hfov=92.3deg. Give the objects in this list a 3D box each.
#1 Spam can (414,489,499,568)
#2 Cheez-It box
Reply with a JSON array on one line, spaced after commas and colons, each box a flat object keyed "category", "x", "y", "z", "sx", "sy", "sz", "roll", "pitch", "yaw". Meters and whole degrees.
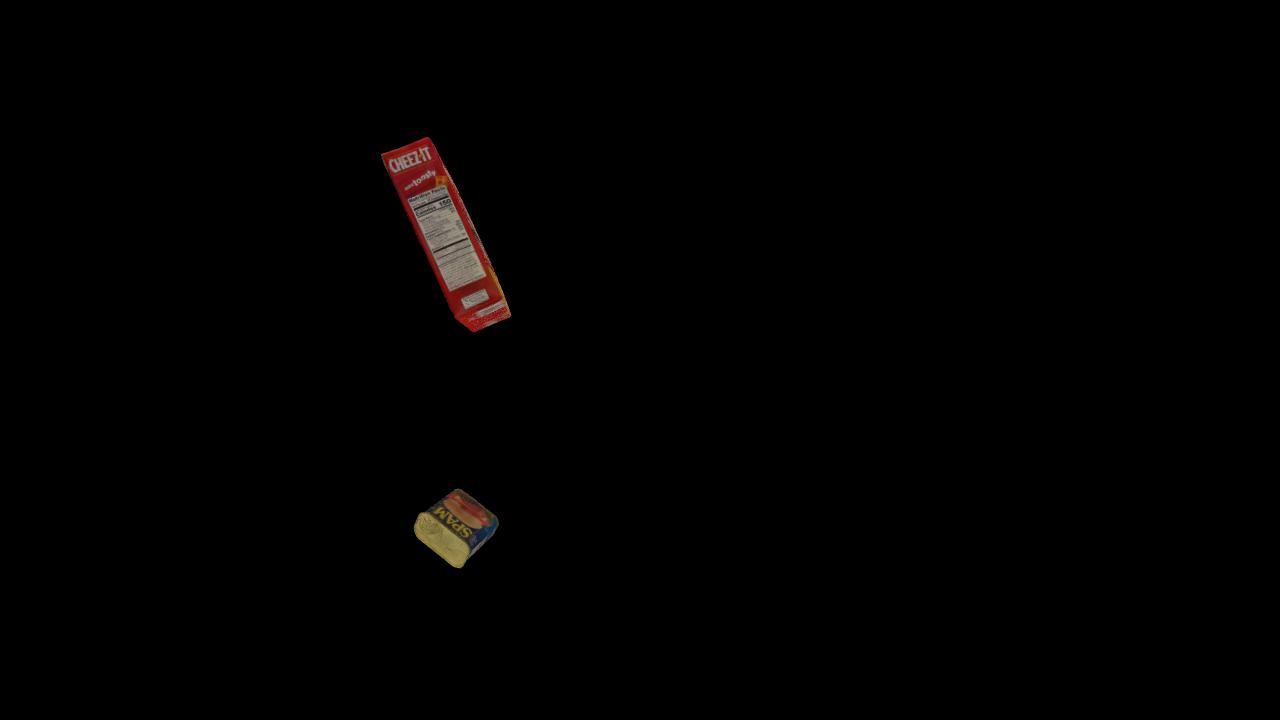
[{"category": "Spam can", "x": -0.288, "y": 0.263, "z": 0.974, "sx": 0.101, "sy": 0.058, "sz": 0.085, "roll": 36, "pitch": 26, "yaw": 9}, {"category": "Cheez-It box", "x": -0.249, "y": -0.156, "z": 0.819, "sx": 0.071, "sy": 0.223, "sz": 0.166, "roll": -24, "pitch": 0, "yaw": -9}]
